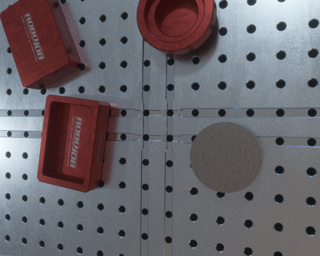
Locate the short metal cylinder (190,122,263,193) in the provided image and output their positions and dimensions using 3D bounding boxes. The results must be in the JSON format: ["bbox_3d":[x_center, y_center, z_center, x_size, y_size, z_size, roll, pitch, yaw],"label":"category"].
[{"bbox_3d":[0.081,0.033,0.371,0.080,0.050,0.079,0,90,20],"label":"short metal cylinder"}]

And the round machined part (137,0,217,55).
[{"bbox_3d":[0.024,-0.142,0.395,0.098,0.042,0.097,0,90,20],"label":"round machined part"}]

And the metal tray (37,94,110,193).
[{"bbox_3d":[-0.128,0.020,0.454,0.090,0.030,0.129,9,93,19],"label":"metal tray"}]

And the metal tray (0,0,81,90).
[{"bbox_3d":[-0.185,-0.135,0.475,0.090,0.030,0.129,-23,82,18],"label":"metal tray"}]
